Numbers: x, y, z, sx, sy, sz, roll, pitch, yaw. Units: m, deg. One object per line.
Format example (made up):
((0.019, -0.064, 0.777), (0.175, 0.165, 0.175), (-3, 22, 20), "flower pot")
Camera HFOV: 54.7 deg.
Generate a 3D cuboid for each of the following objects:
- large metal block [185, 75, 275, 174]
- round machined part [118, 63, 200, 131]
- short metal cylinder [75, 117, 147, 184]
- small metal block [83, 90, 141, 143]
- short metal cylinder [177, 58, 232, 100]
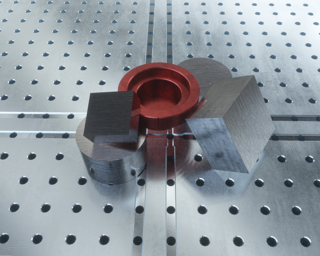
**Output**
((0.086, -0.005, 0.368), (0.050, 0.080, 0.080), (0, 39, 47), "large metal block")
((-0.001, -0.035, 0.388), (0.099, 0.042, 0.098), (0, 50, 0), "round machined part")
((-0.056, 0.020, 0.373), (0.081, 0.050, 0.080), (0, 50, 0), "short metal cylinder")
((-0.051, -0.011, 0.335), (0.050, 0.025, 0.050), (-2, 68, 14), "small metal block")
((0.057, -0.054, 0.437), (0.081, 0.050, 0.080), (0, 50, 0), "short metal cylinder")
